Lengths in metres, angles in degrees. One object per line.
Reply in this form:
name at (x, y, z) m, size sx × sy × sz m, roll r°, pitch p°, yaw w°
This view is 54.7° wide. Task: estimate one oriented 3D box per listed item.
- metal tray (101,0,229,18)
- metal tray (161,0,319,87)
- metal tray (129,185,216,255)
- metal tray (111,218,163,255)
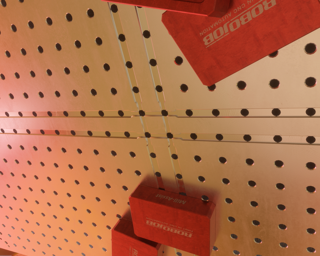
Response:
metal tray at (0.004, -0.156, 0.282) m, size 0.130 × 0.030 × 0.089 m, roll 20°, pitch 114°, yaw 28°
metal tray at (0.077, -0.108, 0.300) m, size 0.130 × 0.030 × 0.090 m, roll -26°, pitch 104°, yaw 37°
metal tray at (0.019, 0.145, 0.486) m, size 0.130 × 0.030 × 0.089 m, roll 9°, pitch 123°, yaw 23°
metal tray at (-0.043, 0.235, 0.574) m, size 0.090 × 0.030 × 0.129 m, roll 17°, pitch 125°, yaw 17°
